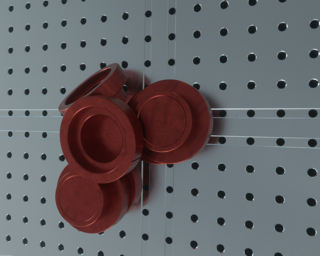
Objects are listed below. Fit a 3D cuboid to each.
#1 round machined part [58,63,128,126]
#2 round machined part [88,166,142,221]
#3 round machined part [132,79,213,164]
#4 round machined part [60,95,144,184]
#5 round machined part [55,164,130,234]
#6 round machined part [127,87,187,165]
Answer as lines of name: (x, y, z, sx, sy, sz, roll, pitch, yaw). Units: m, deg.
round machined part: (-0.082, -0.040, 0.413, 0.098, 0.098, 0.042, -29, 116, 17)
round machined part: (-0.077, 0.075, 0.409, 0.098, 0.042, 0.097, 0, 90, 20)
round machined part: (0.008, -0.007, 0.355, 0.098, 0.042, 0.097, 0, 89, 20)
round machined part: (-0.062, 0.011, 0.358, 0.098, 0.042, 0.097, 4, 99, 22)
round machined part: (-0.091, 0.085, 0.391, 0.098, 0.042, 0.097, 0, 90, 20)
round machined part: (-0.004, -0.003, 0.383, 0.098, 0.042, 0.097, 0, 90, 20)
